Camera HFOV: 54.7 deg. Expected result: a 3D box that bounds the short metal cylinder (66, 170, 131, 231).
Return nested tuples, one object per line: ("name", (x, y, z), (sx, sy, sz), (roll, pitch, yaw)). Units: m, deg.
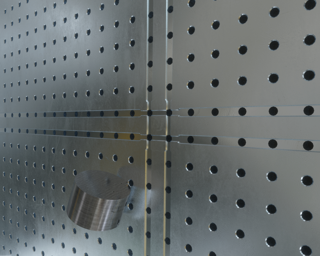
("short metal cylinder", (-0.088, 0.102, 0.447), (0.080, 0.081, 0.050), (30, 109, 36))
